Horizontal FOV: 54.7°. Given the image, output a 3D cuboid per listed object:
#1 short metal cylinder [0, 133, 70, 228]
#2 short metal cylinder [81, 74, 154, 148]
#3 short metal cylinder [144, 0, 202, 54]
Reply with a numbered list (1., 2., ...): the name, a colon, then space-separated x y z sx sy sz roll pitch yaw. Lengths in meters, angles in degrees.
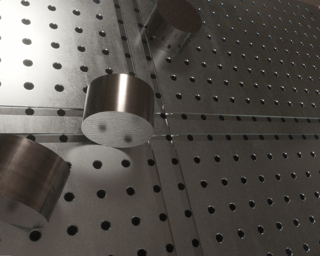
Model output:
1. short metal cylinder: -0.128 0.049 0.275 0.080 0.080 0.050 25 53 -14
2. short metal cylinder: -0.047 -0.018 0.360 0.081 0.080 0.050 14 56 -21
3. short metal cylinder: 0.021 -0.170 0.509 0.081 0.050 0.080 14 56 -21
